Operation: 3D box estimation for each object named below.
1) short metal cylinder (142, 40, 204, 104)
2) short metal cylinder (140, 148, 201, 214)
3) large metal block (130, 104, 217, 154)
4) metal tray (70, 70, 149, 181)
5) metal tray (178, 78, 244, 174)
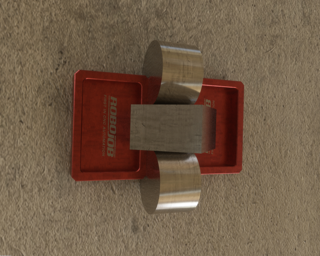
[{"bbox_3d":[0.013,-0.065,0.386,0.050,0.080,0.080,2,90,-20],"label":"short metal cylinder"},{"bbox_3d":[0.010,0.065,0.385,0.050,0.080,0.080,2,90,-20],"label":"short metal cylinder"},{"bbox_3d":[0.019,0.000,0.366,0.080,0.080,0.050,2,90,20],"label":"large metal block"},{"bbox_3d":[-0.062,-0.002,0.385,0.091,0.030,0.129,2,90,-20],"label":"metal tray"},{"bbox_3d":[0.070,-0.002,0.434,0.091,0.030,0.129,2,90,-20],"label":"metal tray"}]
